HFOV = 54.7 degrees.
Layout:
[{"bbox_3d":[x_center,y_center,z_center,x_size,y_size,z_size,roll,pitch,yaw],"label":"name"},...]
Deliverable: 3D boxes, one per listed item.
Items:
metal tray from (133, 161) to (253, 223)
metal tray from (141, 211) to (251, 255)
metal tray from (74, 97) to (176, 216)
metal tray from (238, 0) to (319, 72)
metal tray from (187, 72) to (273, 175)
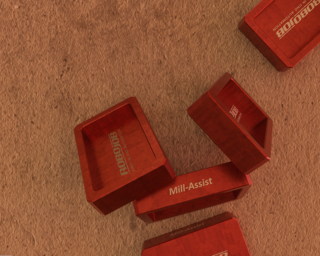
[{"bbox_3d":[0.038,0.080,0.375,0.131,0.090,0.030,-15,66,0],"label":"metal tray"},{"bbox_3d":[0.051,0.176,0.408,0.131,0.030,0.090,-20,90,0],"label":"metal tray"},{"bbox_3d":[-0.047,0.025,0.363,0.090,0.130,0.030,-28,132,0],"label":"metal tray"},{"bbox_3d":[0.182,-0.150,0.408,0.130,0.030,0.090,-43,90,0],"label":"metal tray"},{"bbox_3d":[0.087,-0.013,0.358,0.090,0.131,0.030,47,118,0],"label":"metal tray"}]
